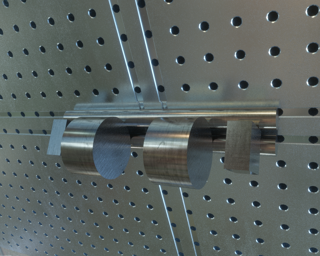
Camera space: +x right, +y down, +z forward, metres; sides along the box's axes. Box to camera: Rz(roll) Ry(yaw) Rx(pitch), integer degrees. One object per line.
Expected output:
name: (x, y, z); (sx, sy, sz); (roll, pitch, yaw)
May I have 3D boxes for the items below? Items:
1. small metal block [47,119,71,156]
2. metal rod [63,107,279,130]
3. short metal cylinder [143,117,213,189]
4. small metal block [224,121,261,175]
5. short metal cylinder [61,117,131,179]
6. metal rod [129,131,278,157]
small metal block: (-0.130, 0.018, 0.446); (0.025, 0.050, 0.050); (1, 77, 28)
metal rod: (-0.005, -0.013, 0.406); (0.300, 0.025, 0.025); (1, 119, 27)
short metal cylinder: (0.023, 0.027, 0.352); (0.050, 0.080, 0.080); (1, 119, 28)
small metal block: (0.090, 0.022, 0.332); (0.025, 0.050, 0.050); (1, 78, 28)
short metal cylinder: (-0.081, 0.025, 0.406); (0.050, 0.080, 0.080); (1, 119, 28)
metal rod: (0.000, 0.018, 0.423); (0.300, 0.025, 0.025); (1, 119, 27)
